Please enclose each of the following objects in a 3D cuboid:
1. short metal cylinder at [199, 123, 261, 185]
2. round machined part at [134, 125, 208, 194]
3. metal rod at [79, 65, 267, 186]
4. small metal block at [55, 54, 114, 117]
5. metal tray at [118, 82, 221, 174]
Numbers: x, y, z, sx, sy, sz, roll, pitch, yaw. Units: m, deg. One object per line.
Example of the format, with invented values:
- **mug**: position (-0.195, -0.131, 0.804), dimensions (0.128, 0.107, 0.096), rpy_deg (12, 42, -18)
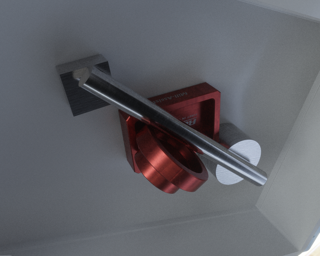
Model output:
- **short metal cylinder**: position (0.106, 0.040, 0.475), dimensions (0.081, 0.050, 0.079), rpy_deg (-14, 125, -21)
- **round machined part**: position (0.008, 0.040, 0.374), dimensions (0.098, 0.098, 0.042), rpy_deg (31, 109, -38)
- **metal rod**: position (0.038, 0.012, 0.384), dimensions (0.301, 0.025, 0.025), rpy_deg (30, 102, -32)
- **small metal block**: position (-0.079, -0.047, 0.336), dimensions (0.050, 0.025, 0.050), rpy_deg (-20, 127, -17)
- **metal tray**: position (0.017, -0.001, 0.413), dimensions (0.131, 0.030, 0.089), rpy_deg (-18, 126, -19)
